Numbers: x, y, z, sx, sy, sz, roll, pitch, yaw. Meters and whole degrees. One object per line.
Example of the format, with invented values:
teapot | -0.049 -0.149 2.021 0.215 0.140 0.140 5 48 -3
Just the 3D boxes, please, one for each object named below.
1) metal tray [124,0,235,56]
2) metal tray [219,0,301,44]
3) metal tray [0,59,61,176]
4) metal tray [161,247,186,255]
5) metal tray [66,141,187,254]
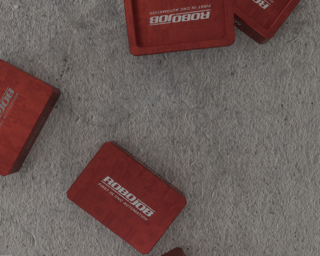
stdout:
metal tray | 0.024 -0.142 0.387 0.131 0.030 0.089 -4 101 10
metal tray | 0.115 -0.185 0.407 0.130 0.030 0.090 37 90 0
metal tray | -0.203 -0.014 0.406 0.090 0.030 0.130 28 90 0
metal tray | 0.019 0.238 0.408 0.090 0.030 0.130 -29 90 0
metal tray | -0.042 0.089 0.407 0.130 0.030 0.090 37 90 0
